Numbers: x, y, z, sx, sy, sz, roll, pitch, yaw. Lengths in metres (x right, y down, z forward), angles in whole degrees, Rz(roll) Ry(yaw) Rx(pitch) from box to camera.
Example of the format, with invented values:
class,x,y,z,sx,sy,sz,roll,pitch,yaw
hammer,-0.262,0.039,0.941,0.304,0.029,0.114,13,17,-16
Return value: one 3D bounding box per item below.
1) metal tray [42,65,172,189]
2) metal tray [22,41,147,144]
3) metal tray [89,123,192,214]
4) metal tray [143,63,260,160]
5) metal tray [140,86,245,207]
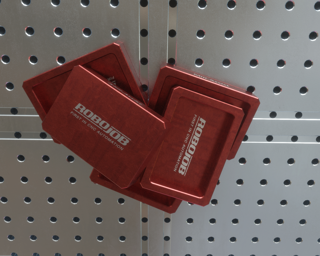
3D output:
class,x,y,z,sx,sy,sz,roll,pitch,yaw
metal tray,-0.064,-0.003,0.366,0.130,0.030,0.090,34,100,11
metal tray,-0.092,-0.044,0.394,0.130,0.030,0.090,-21,109,8
metal tray,-0.019,0.055,0.431,0.131,0.030,0.090,25,108,-9
metal tray,0.049,-0.020,0.402,0.131,0.030,0.089,18,109,-6
metal tray,0.037,0.022,0.386,0.090,0.030,0.129,19,97,-7
